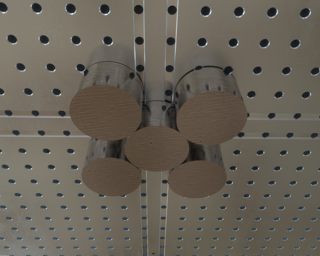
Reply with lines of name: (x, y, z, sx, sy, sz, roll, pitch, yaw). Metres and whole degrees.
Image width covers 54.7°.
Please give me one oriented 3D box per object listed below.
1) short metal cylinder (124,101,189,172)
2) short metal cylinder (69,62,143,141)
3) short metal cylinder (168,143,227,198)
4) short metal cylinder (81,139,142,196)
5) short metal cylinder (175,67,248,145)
short metal cylinder: (-0.004, 0.012, 0.404, 0.081, 0.050, 0.079, 0, 130, 0)
short metal cylinder: (-0.061, -0.031, 0.367, 0.081, 0.050, 0.079, 0, 130, 0)
short metal cylinder: (0.051, 0.056, 0.443, 0.081, 0.050, 0.079, 0, 130, 0)
short metal cylinder: (-0.065, 0.052, 0.437, 0.081, 0.050, 0.079, 0, 130, 0)
short metal cylinder: (0.059, -0.025, 0.372, 0.081, 0.050, 0.079, 0, 130, 0)
